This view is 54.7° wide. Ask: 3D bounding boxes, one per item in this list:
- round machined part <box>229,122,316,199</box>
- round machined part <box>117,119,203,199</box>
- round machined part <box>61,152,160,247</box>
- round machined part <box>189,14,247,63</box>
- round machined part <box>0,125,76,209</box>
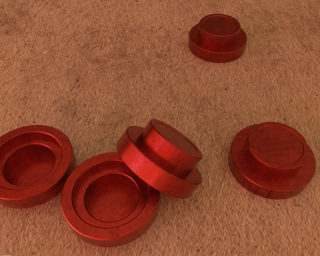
[{"bbox_3d":[0.134,0.031,0.367,0.099,0.042,0.098,0,50,0],"label":"round machined part"},{"bbox_3d":[0.006,0.026,0.333,0.098,0.098,0.042,43,105,30],"label":"round machined part"},{"bbox_3d":[-0.050,0.077,0.327,0.099,0.042,0.098,0,50,0],"label":"round machined part"},{"bbox_3d":[0.099,-0.158,0.525,0.099,0.042,0.098,0,50,0],"label":"round machined part"},{"bbox_3d":[-0.145,0.046,0.352,0.099,0.042,0.098,0,50,0],"label":"round machined part"}]
